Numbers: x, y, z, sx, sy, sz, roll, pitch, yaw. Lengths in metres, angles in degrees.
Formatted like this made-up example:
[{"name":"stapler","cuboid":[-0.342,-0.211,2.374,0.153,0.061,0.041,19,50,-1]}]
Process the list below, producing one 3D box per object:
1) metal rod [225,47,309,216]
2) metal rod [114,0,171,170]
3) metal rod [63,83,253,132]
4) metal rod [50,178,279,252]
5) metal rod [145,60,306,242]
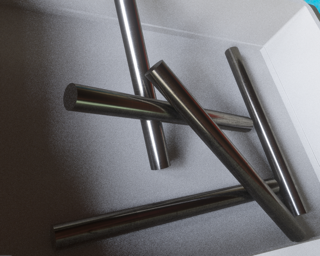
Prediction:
[{"name":"metal rod","cuboid":[0.164,-0.008,0.501,0.025,0.025,0.299,0,62,-29]},{"name":"metal rod","cuboid":[-0.030,-0.097,0.369,0.025,0.025,0.298,-15,95,-34]},{"name":"metal rod","cuboid":[0.028,-0.016,0.379,0.302,0.025,0.025,6,58,-45]},{"name":"metal rod","cuboid":[0.030,0.094,0.366,0.303,0.025,0.025,-4,64,-30]},{"name":"metal rod","cuboid":[0.090,0.040,0.375,0.300,0.025,0.025,47,49,-18]}]
